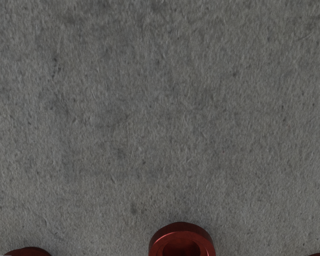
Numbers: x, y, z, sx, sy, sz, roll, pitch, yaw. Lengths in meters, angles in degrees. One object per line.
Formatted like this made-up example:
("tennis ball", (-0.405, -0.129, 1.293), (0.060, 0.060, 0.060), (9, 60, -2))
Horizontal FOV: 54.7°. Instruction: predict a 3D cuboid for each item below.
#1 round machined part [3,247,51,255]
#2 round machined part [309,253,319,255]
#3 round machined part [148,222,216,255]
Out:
("round machined part", (-0.204, 0.226, 0.481), (0.099, 0.042, 0.097), (0, 110, -1))
("round machined part", (0.266, 0.254, 0.498), (0.099, 0.042, 0.097), (0, 110, -1))
("round machined part", (0.032, 0.183, 0.469), (0.099, 0.042, 0.097), (0, 110, -1))
